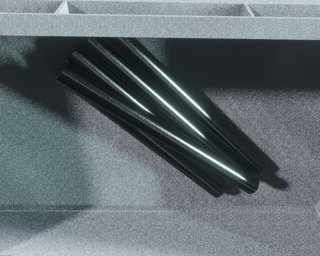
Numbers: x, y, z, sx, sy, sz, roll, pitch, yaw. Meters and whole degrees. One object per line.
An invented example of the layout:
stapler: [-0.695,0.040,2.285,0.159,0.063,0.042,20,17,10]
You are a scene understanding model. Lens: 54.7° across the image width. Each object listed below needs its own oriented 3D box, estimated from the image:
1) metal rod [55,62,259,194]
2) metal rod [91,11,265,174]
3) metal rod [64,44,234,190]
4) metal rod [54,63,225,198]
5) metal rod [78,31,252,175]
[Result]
metal rod: [0.015,0.012,0.384,0.301,0.025,0.025,31,123,-24]
metal rod: [0.041,-0.026,0.385,0.025,0.025,0.301,-36,122,26]
metal rod: [0.006,0.001,0.408,0.025,0.025,0.301,-36,122,26]
metal rod: [-0.009,0.016,0.421,0.025,0.025,0.301,-36,122,26]
metal rod: [0.025,-0.011,0.398,0.025,0.025,0.301,-36,122,26]
